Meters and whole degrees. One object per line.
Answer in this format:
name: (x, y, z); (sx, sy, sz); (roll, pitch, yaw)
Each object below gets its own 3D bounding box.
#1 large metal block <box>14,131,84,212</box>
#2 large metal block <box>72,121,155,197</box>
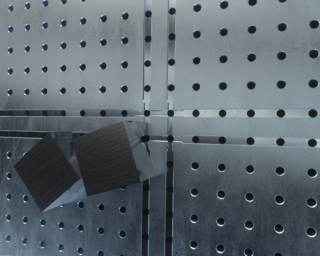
large metal block: (-0.150, 0.061, 0.453); (0.080, 0.050, 0.080); (-41, 77, 15)
large metal block: (-0.062, 0.040, 0.422); (0.080, 0.050, 0.080); (-19, 84, 19)
